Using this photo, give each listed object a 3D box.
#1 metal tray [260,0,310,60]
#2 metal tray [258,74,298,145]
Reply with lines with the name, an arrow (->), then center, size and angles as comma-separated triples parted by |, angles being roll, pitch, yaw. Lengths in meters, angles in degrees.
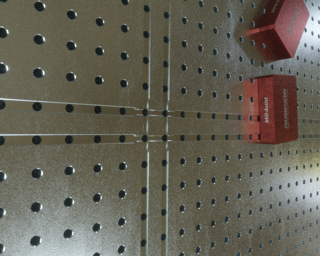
metal tray -> 0.253, -0.214, 0.622 | 0.090, 0.030, 0.130 | 42, 64, -32
metal tray -> 0.232, -0.037, 0.604 | 0.091, 0.030, 0.129 | -6, 94, -40
